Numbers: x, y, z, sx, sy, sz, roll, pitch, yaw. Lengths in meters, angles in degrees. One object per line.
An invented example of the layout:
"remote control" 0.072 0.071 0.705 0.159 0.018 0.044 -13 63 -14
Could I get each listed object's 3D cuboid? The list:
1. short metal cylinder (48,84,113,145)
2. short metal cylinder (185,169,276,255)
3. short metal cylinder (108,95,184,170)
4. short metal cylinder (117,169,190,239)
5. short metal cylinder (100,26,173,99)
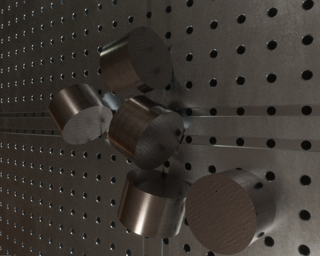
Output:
"short metal cylinder" -0.120 -0.020 0.470 0.050 0.081 0.080 52 120 27
"short metal cylinder" 0.074 0.086 0.331 0.080 0.050 0.079 0 90 39
"short metal cylinder" -0.016 0.005 0.385 0.050 0.081 0.079 33 110 35
"short metal cylinder" -0.007 0.089 0.377 0.080 0.081 0.050 24 105 37
"short metal cylinder" -0.029 -0.081 0.395 0.050 0.081 0.080 -14 81 39
